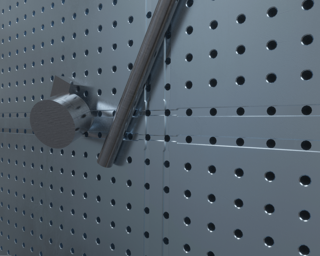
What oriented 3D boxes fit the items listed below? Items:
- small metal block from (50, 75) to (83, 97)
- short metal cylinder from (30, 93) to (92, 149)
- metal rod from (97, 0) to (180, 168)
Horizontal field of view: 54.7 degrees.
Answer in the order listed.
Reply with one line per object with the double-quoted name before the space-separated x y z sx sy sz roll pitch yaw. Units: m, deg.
"small metal block" -0.165 -0.060 0.543 0.050 0.025 0.050 29 108 36
"short metal cylinder" -0.159 -0.013 0.501 0.080 0.050 0.079 6 111 16
"metal rod" -0.028 -0.075 0.429 0.025 0.025 0.298 36 112 33
